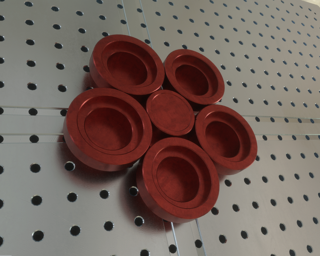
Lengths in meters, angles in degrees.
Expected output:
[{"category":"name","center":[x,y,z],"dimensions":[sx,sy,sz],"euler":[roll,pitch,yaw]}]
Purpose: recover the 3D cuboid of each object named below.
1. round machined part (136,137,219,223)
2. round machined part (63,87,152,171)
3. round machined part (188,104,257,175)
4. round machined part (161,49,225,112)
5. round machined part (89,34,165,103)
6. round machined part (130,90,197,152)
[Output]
[{"category":"round machined part","center":[0.017,0.063,0.367],"dimensions":[0.099,0.042,0.098],"euler":[13,56,-21]},{"category":"round machined part","center":[-0.062,0.005,0.360],"dimensions":[0.099,0.042,0.098],"euler":[13,56,-21]},{"category":"round machined part","center":[0.081,0.019,0.428],"dimensions":[0.099,0.042,0.098],"euler":[13,56,-21]},{"category":"round machined part","center":[0.043,-0.065,0.459],"dimensions":[0.099,0.042,0.098],"euler":[13,56,-21]},{"category":"round machined part","center":[-0.047,-0.074,0.417],"dimensions":[0.099,0.042,0.098],"euler":[13,56,-21]},{"category":"round machined part","center":[0.006,-0.011,0.406],"dimensions":[0.099,0.042,0.098],"euler":[13,56,-21]}]
